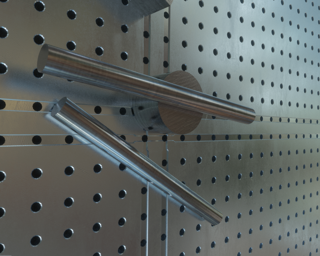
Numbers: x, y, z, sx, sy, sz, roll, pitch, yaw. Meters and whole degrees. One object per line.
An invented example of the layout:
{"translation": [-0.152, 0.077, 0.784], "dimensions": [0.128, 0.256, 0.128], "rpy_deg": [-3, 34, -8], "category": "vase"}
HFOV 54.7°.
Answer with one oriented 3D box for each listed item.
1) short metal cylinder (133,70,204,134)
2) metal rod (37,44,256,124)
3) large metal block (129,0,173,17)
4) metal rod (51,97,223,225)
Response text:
{"translation": [0.012, -0.032, 0.405], "dimensions": [0.081, 0.050, 0.079], "rpy_deg": [-1, 91, -40], "category": "short metal cylinder"}
{"translation": [0.015, -0.038, 0.358], "dimensions": [0.302, 0.025, 0.025], "rpy_deg": [10, 84, -40], "category": "metal rod"}
{"translation": [-0.015, -0.202, 0.382], "dimensions": [0.080, 0.050, 0.080], "rpy_deg": [37, 67, -34], "category": "large metal block"}
{"translation": [-0.009, 0.059, 0.403], "dimensions": [0.301, 0.025, 0.025], "rpy_deg": [40, 66, -33], "category": "metal rod"}
